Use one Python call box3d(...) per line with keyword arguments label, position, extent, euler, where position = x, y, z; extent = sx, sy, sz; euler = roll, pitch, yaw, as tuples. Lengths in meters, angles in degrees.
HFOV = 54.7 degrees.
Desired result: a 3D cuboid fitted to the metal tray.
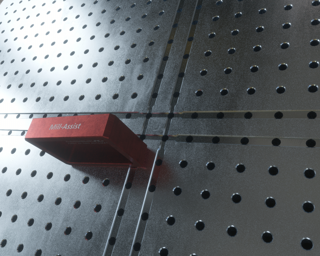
box3d(label="metal tray", position=(-0.094, 0.019, 0.402), extent=(0.130, 0.090, 0.030), euler=(-2, 61, 26))
